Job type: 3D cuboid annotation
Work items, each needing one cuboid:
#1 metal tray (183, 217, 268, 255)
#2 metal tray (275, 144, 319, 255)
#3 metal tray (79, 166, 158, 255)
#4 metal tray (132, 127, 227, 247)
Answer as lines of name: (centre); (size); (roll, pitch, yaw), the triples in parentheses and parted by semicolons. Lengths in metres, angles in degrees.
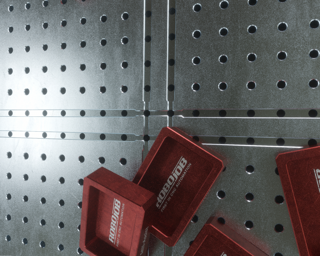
metal tray: (0.065, 0.191, 0.387); (0.090, 0.030, 0.129); (34, 101, 16)
metal tray: (0.189, 0.083, 0.342); (0.090, 0.030, 0.129); (-14, 85, 19)
metal tray: (-0.058, 0.125, 0.403); (0.090, 0.030, 0.129); (23, 119, 22)
metal tray: (0.015, 0.074, 0.404); (0.090, 0.030, 0.129); (33, 100, 17)
